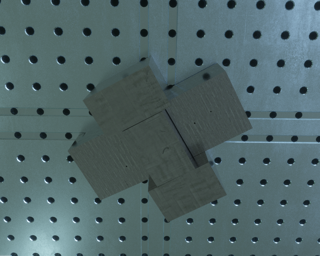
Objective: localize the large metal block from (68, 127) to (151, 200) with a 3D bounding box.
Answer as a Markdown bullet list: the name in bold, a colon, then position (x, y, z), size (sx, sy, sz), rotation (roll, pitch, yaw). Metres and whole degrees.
- **large metal block**: position (-0.060, 0.037, 0.414), size (0.080, 0.050, 0.080), rotation (-25, 108, 9)

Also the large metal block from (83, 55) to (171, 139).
- **large metal block**: position (-0.035, -0.040, 0.368), size (0.080, 0.080, 0.050), rotation (-27, 108, 9)

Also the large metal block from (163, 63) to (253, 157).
- **large metal block**: position (0.057, -0.023, 0.391), size (0.080, 0.050, 0.080), rotation (-27, 110, 9)

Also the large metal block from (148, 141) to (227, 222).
- **large metal block**: position (0.033, 0.065, 0.408), size (0.080, 0.080, 0.050), rotation (-27, 108, 9)

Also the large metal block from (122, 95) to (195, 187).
- **large metal block**: position (0.000, 0.012, 0.388), size (0.050, 0.080, 0.080), rotation (-27, 108, 10)
